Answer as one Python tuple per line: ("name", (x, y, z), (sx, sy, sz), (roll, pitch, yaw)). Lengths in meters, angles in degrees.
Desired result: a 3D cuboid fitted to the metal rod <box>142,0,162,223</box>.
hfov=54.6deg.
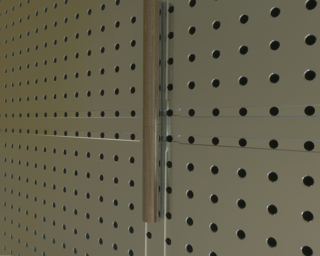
("metal rod", (-0.011, -0.024, 0.420), (0.025, 0.025, 0.298), (1, 91, 40))
